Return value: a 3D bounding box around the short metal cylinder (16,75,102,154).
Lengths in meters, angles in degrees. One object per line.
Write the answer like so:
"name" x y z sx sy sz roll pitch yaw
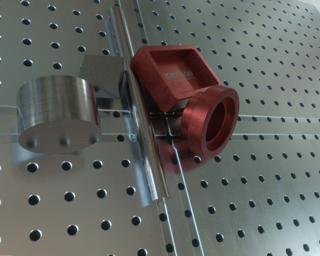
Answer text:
"short metal cylinder" -0.105 -0.012 0.324 0.081 0.080 0.050 0 62 -29

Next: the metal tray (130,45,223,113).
"metal tray" 0.029 -0.077 0.451 0.131 0.030 0.090 -19 72 -49

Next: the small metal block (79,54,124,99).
"small metal block" -0.074 -0.066 0.398 0.050 0.025 0.050 4 57 1

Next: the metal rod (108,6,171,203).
"metal rod" -0.034 -0.048 0.420 0.025 0.025 0.299 0 62 -29

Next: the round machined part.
"round machined part" 0.065 -0.011 0.418 0.042 0.097 0.099 22 42 34
